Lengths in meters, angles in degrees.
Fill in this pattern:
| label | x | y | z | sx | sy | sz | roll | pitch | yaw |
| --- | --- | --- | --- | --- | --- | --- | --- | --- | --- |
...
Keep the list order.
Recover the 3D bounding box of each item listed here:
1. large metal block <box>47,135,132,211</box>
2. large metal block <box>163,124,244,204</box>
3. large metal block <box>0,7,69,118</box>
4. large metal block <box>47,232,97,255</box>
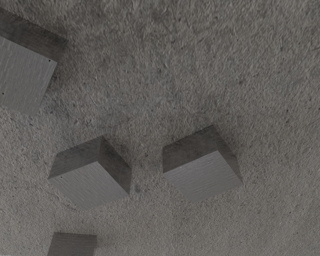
| label | x | y | z | sx | sy | sz | roll | pitch | yaw |
| --- | --- | --- | --- | --- | --- | --- | --- | --- | --- |
| large metal block | -0.097 | 0.067 | 0.447 | 0.080 | 0.050 | 0.080 | -21 | 127 | 17 |
| large metal block | 0.059 | 0.053 | 0.436 | 0.080 | 0.050 | 0.080 | -26 | 126 | 20 |
| large metal block | -0.155 | -0.069 | 0.330 | 0.080 | 0.050 | 0.080 | 24 | 126 | -19 |
| large metal block | -0.166 | 0.248 | 0.580 | 0.081 | 0.080 | 0.050 | 6 | 130 | -6 |
